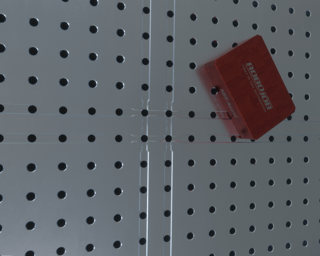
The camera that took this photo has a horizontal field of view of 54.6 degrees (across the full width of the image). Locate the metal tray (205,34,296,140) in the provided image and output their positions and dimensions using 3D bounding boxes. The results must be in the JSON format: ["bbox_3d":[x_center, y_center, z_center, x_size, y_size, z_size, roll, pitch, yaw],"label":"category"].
[{"bbox_3d":[0.135,-0.059,0.459,0.090,0.030,0.130,-33,101,-17],"label":"metal tray"}]
